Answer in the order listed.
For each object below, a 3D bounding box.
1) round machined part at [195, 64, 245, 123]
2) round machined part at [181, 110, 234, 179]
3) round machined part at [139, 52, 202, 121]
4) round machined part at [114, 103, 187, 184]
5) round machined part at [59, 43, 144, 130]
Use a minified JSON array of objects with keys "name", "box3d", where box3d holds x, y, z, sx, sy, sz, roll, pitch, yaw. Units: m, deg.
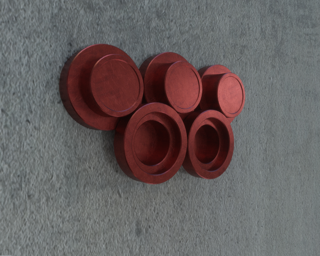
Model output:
[{"name":"round machined part","box3d":[0.094,-0.049,0.477,0.099,0.042,0.097,0,90,-40]},{"name":"round machined part","box3d":[0.060,0.023,0.448,0.099,0.042,0.097,0,90,-40]},{"name":"round machined part","box3d":[0.018,-0.053,0.413,0.099,0.042,0.097,0,90,-40]},{"name":"round machined part","box3d":[-0.016,0.018,0.384,0.099,0.042,0.097,0,90,-40]},{"name":"round machined part","box3d":[-0.058,-0.046,0.348,0.099,0.042,0.097,0,90,-40]}]
